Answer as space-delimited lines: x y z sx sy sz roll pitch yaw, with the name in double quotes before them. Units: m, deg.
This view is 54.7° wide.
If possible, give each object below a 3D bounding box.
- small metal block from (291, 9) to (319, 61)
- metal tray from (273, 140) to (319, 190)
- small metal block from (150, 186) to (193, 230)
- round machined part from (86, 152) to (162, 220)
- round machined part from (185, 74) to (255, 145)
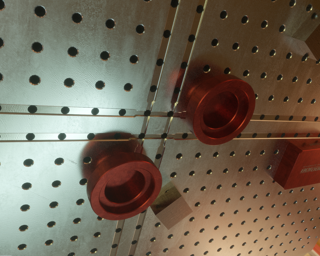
"small metal block" 0.228 -0.135 0.452 0.050 0.025 0.050 32 101 -38
"metal tray" 0.295 0.070 0.612 0.131 0.030 0.089 -3 120 -27
"small metal block" 0.018 0.130 0.501 0.050 0.025 0.050 -36 129 -5
"round machined part" -0.050 0.073 0.418 0.099 0.042 0.097 -14 124 -21
"round machined part" 0.078 -0.028 0.425 0.099 0.042 0.097 -14 124 -21
